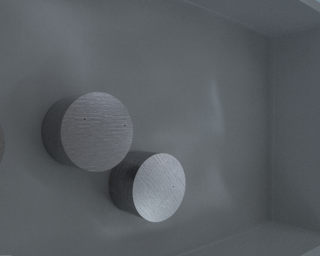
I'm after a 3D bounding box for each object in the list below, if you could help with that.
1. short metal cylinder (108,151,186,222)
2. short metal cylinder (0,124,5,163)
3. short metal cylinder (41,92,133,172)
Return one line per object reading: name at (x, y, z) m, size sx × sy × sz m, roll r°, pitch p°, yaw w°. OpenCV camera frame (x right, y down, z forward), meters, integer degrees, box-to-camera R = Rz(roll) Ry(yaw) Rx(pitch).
short metal cylinder at (-0.015, 0.069, 0.380) m, size 0.081 × 0.050 × 0.079 m, roll 0°, pitch 90°, yaw -40°
short metal cylinder at (-0.174, 0.013, 0.246) m, size 0.081 × 0.050 × 0.079 m, roll 0°, pitch 90°, yaw -40°
short metal cylinder at (-0.076, 0.004, 0.328) m, size 0.081 × 0.050 × 0.079 m, roll 0°, pitch 90°, yaw -40°
